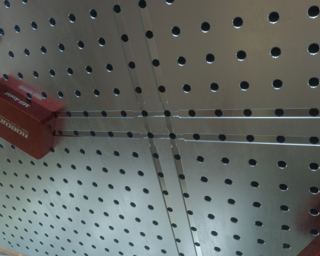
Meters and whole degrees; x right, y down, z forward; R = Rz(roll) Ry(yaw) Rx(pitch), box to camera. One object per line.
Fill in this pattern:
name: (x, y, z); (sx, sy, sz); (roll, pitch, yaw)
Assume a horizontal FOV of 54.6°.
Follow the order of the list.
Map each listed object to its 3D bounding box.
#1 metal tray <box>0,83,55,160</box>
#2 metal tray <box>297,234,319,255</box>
metal tray: (-0.245, -0.013, 0.530); (0.130, 0.030, 0.089); (29, 128, 9)
metal tray: (0.230, 0.184, 0.360); (0.130, 0.030, 0.089); (27, 128, 11)
